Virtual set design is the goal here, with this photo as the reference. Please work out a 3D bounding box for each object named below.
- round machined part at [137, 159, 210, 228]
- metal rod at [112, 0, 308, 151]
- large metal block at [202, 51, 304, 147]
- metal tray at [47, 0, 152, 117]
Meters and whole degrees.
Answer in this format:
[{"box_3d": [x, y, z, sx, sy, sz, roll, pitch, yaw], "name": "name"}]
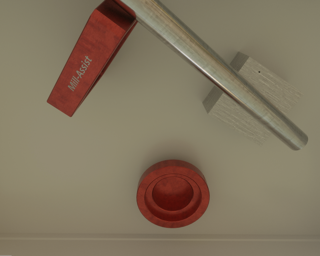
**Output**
[{"box_3d": [0.018, 0.087, 0.435, 0.099, 0.042, 0.097, 0, 110, -1], "name": "round machined part"}, {"box_3d": [0.055, -0.057, 0.304, 0.301, 0.025, 0.025, 33, 107, -28], "name": "metal rod"}, {"box_3d": [0.112, -0.037, 0.386, 0.080, 0.050, 0.080, 31, 107, -11], "name": "large metal block"}, {"box_3d": [-0.063, -0.079, 0.320, 0.030, 0.090, 0.129, 35, 133, -12], "name": "metal tray"}]
